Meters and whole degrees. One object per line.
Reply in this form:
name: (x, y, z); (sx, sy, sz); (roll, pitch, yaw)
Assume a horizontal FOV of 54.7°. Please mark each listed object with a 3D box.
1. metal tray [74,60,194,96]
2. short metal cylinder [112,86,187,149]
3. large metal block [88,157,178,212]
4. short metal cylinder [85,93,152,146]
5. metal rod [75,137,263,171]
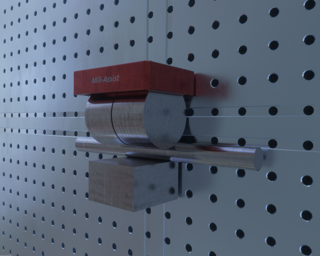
metal tray: (-0.034, -0.056, 0.390); (0.130, 0.091, 0.030); (2, 91, 40)
short metal cylinder: (-0.011, -0.016, 0.379); (0.050, 0.081, 0.079); (2, 92, 40)
large metal block: (-0.033, 0.067, 0.395); (0.080, 0.081, 0.050); (1, 91, 40)
short metal cylinder: (-0.051, -0.016, 0.412); (0.050, 0.081, 0.079); (1, 91, 40)
metal rod: (-0.014, 0.029, 0.415); (0.300, 0.025, 0.025); (2, 91, 40)
